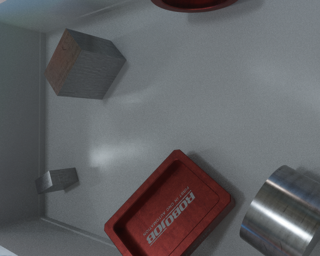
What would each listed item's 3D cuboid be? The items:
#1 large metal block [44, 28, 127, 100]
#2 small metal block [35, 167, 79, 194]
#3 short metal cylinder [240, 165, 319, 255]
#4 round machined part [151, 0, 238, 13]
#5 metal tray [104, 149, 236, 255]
[{"bbox_3d":[-0.111,-0.091,0.460,0.050,0.081,0.080,52,120,27],"label":"large metal block"},{"bbox_3d":[-0.178,0.091,0.534,0.050,0.050,0.025,-31,71,35],"label":"small metal block"},{"bbox_3d":[0.116,0.080,0.275,0.050,0.081,0.079,31,109,35],"label":"short metal cylinder"},{"bbox_3d":[0.038,-0.160,0.327,0.098,0.099,0.042,1,92,39],"label":"round machined part"},{"bbox_3d":[0.010,0.100,0.356,0.130,0.030,0.090,-47,58,-3],"label":"metal tray"}]
